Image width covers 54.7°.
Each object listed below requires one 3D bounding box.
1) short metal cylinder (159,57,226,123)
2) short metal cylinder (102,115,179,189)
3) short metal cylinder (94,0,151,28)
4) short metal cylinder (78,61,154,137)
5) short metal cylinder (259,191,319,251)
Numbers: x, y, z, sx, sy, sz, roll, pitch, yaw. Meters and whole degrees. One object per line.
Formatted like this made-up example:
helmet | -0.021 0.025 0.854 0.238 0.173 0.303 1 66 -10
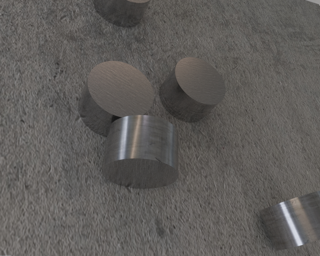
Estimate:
short metal cylinder | 0.046 -0.054 0.446 0.081 0.050 0.080 14 56 -21
short metal cylinder | -0.020 0.029 0.340 0.081 0.080 0.050 15 56 -20
short metal cylinder | -0.057 -0.204 0.481 0.081 0.050 0.080 14 56 -21
short metal cylinder | -0.054 -0.035 0.379 0.081 0.050 0.080 14 56 -21
short metal cylinder | 0.174 0.117 0.391 0.081 0.080 0.050 -4 64 -30
